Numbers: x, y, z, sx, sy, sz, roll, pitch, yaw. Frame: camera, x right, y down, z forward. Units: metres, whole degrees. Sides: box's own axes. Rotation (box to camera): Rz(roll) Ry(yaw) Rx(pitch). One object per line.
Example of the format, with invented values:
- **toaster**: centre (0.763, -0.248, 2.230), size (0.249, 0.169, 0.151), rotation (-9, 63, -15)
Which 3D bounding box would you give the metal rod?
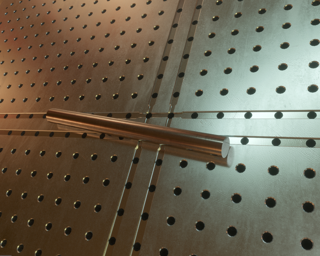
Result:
- **metal rod**: centre (-0.051, 0.001, 0.432), size (0.300, 0.025, 0.025), rotation (10, 67, 31)
